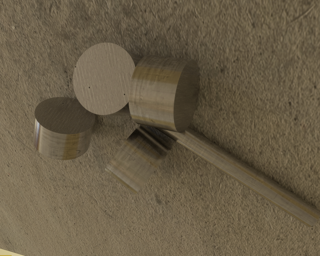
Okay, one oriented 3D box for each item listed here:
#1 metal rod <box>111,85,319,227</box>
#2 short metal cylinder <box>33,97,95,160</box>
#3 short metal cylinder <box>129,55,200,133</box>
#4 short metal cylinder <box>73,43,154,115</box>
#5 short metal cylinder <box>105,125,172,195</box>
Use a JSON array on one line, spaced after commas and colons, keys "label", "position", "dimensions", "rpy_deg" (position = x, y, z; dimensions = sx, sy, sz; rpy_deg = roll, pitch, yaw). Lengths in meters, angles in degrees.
[{"label": "metal rod", "position": [0.060, 0.028, 0.392], "dimensions": [0.301, 0.025, 0.025], "rpy_deg": [33, 129, 6]}, {"label": "short metal cylinder", "position": [-0.137, 0.000, 0.443], "dimensions": [0.080, 0.080, 0.050], "rpy_deg": [29, 128, 10]}, {"label": "short metal cylinder", "position": [0.007, -0.038, 0.344], "dimensions": [0.050, 0.080, 0.079], "rpy_deg": [12, 124, 22]}, {"label": "short metal cylinder", "position": [-0.053, -0.055, 0.364], "dimensions": [0.080, 0.050, 0.079], "rpy_deg": [0, 91, 20]}, {"label": "short metal cylinder", "position": [-0.028, 0.041, 0.411], "dimensions": [0.050, 0.080, 0.080], "rpy_deg": [38, 129, 3]}]
